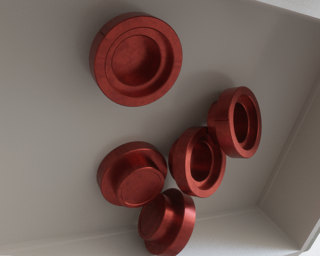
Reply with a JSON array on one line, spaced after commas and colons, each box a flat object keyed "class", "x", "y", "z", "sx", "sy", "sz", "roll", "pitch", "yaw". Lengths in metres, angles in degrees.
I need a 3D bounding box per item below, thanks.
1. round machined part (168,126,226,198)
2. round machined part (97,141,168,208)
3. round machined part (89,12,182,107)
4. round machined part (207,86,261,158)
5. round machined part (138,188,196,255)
[{"class": "round machined part", "x": 0.049, "y": 0.046, "z": 0.436, "sx": 0.099, "sy": 0.042, "sz": 0.097, "roll": -1, "pitch": 92, "yaw": -47}, {"class": "round machined part", "x": -0.033, "y": 0.070, "z": 0.425, "sx": 0.099, "sy": 0.042, "sz": 0.097, "roll": -14, "pitch": 124, "yaw": -21}, {"class": "round machined part", "x": -0.029, "y": -0.076, "z": 0.336, "sx": 0.099, "sy": 0.042, "sz": 0.097, "roll": -14, "pitch": 125, "yaw": -21}, {"class": "round machined part", "x": 0.101, "y": -0.007, "z": 0.431, "sx": 0.099, "sy": 0.042, "sz": 0.097, "roll": 5, "pitch": 83, "yaw": -49}, {"class": "round machined part", "x": 0.004, "y": 0.133, "z": 0.450, "sx": 0.042, "sy": 0.098, "sz": 0.098, "roll": 29, "pitch": 103, "yaw": -24}]
